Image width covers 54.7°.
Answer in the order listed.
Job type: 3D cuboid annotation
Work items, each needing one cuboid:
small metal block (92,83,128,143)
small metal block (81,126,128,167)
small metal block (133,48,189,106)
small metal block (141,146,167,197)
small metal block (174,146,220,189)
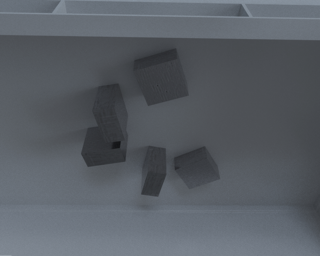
[{"bbox_3d":[-0.059,-0.018,0.376,0.025,0.050,0.050,-7,130,6],"label":"small metal block"},{"bbox_3d":[-0.072,0.021,0.410,0.050,0.050,0.025,-9,130,7],"label":"small metal block"},{"bbox_3d":[0.002,-0.058,0.360,0.050,0.025,0.050,-14,129,11],"label":"small metal block"},{"bbox_3d":[-0.009,0.062,0.446,0.025,0.050,0.050,10,129,-9],"label":"small metal block"},{"bbox_3d":[0.055,0.060,0.461,0.050,0.025,0.050,-22,127,17],"label":"small metal block"}]
